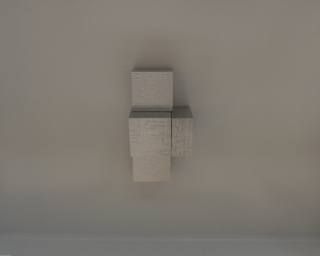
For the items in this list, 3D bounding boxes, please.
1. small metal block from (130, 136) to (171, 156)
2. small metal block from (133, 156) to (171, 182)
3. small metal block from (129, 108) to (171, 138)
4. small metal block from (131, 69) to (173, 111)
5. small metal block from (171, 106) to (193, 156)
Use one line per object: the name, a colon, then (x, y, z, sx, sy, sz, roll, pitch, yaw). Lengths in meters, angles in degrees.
small metal block: (-0.011, 0.014, 0.401, 0.050, 0.050, 0.025, 0, 110, 0)
small metal block: (-0.011, 0.045, 0.426, 0.050, 0.025, 0.050, 0, 110, 0)
small metal block: (-0.012, -0.009, 0.393, 0.050, 0.050, 0.025, 0, 110, 0)
small metal block: (-0.009, -0.048, 0.391, 0.050, 0.025, 0.050, 0, 110, 0)
small metal block: (0.027, 0.003, 0.397, 0.025, 0.050, 0.050, 0, 110, 0)
